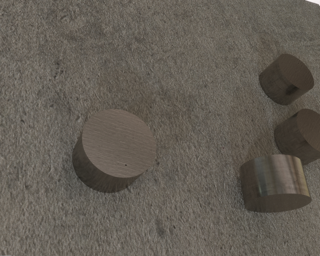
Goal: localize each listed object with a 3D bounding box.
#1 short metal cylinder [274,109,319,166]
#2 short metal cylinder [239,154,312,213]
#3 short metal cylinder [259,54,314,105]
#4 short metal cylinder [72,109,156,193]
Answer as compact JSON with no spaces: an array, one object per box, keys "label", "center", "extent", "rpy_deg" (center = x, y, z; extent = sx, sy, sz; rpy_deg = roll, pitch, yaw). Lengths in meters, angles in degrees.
[{"label":"short metal cylinder","center":[0.236,0.015,0.505],"extent":[0.081,0.050,0.080],"rpy_deg":[14,56,-21]},{"label":"short metal cylinder","center":[0.147,0.074,0.402],"extent":[0.081,0.080,0.050],"rpy_deg":[13,57,-21]},{"label":"short metal cylinder","center":[0.230,-0.088,0.565],"extent":[0.081,0.050,0.080],"rpy_deg":[14,56,-21]},{"label":"short metal cylinder","center":[-0.052,0.026,0.344],"extent":[0.081,0.050,0.080],"rpy_deg":[14,56,-21]}]
